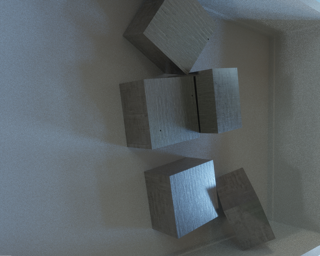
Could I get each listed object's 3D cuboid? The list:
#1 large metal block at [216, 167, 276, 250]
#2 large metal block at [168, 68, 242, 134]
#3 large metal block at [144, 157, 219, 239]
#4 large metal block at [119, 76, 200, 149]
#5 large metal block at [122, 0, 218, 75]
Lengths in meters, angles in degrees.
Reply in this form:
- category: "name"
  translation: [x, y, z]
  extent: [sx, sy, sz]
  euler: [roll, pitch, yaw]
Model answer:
- category: "large metal block"
  translation: [0.126, 0.121, 0.472]
  extent: [0.050, 0.080, 0.080]
  euler: [-24, 112, 9]
- category: "large metal block"
  translation: [0.061, -0.036, 0.424]
  extent: [0.050, 0.080, 0.079]
  euler: [-11, 97, -40]
- category: "large metal block"
  translation: [0.031, 0.089, 0.419]
  extent: [0.081, 0.050, 0.079]
  euler: [-13, 99, -40]
- category: "large metal block"
  translation: [0.001, -0.021, 0.393]
  extent: [0.081, 0.050, 0.079]
  euler: [-11, 98, -40]
- category: "large metal block"
  translation: [0.014, -0.124, 0.394]
  extent: [0.080, 0.050, 0.080]
  euler: [37, 79, -35]
